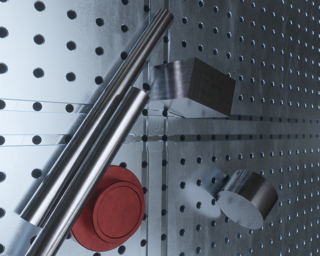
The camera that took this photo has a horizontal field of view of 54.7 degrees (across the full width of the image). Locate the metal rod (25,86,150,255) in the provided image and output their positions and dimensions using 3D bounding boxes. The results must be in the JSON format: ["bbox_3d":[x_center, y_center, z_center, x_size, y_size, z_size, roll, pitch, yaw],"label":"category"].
[{"bbox_3d":[-0.095,0.088,0.305,0.025,0.025,0.300,39,74,-34],"label":"metal rod"}]

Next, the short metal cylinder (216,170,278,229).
[{"bbox_3d":[0.138,0.113,0.492,0.050,0.080,0.080,-43,116,-32],"label":"short metal cylinder"}]

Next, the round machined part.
[{"bbox_3d":[-0.056,0.092,0.353,0.099,0.042,0.097,0,90,-40],"label":"round machined part"}]

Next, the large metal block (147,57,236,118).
[{"bbox_3d":[0.040,-0.048,0.409,0.080,0.080,0.050,19,78,-39],"label":"large metal block"}]

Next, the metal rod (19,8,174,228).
[{"bbox_3d":[-0.059,-0.029,0.360,0.025,0.025,0.300,44,64,-32],"label":"metal rod"}]
